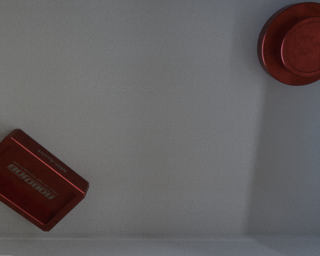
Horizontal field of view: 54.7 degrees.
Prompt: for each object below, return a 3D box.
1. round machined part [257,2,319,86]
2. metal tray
[{"bbox_3d":[0.171,-0.098,0.369,0.099,0.042,0.097,0,110,-1],"label":"round machined part"},{"bbox_3d":[-0.179,0.075,0.433,0.130,0.030,0.090,42,104,-15],"label":"metal tray"}]
